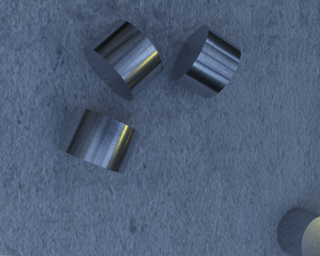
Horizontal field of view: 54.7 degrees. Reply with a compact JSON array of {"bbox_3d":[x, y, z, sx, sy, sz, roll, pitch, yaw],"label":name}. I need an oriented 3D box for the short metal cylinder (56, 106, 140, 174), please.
[{"bbox_3d":[-0.069,0.014,0.355,0.080,0.080,0.050,25,82,-19],"label":"short metal cylinder"}]

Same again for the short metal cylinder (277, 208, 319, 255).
[{"bbox_3d":[0.233,0.171,0.485,0.081,0.050,0.079,0,90,-21],"label":"short metal cylinder"}]

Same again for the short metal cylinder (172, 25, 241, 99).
[{"bbox_3d":[0.058,-0.085,0.402,0.050,0.080,0.080,27,81,-19],"label":"short metal cylinder"}]

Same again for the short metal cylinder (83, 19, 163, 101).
[{"bbox_3d":[-0.043,-0.078,0.364,0.050,0.080,0.080,-46,105,-14],"label":"short metal cylinder"}]
